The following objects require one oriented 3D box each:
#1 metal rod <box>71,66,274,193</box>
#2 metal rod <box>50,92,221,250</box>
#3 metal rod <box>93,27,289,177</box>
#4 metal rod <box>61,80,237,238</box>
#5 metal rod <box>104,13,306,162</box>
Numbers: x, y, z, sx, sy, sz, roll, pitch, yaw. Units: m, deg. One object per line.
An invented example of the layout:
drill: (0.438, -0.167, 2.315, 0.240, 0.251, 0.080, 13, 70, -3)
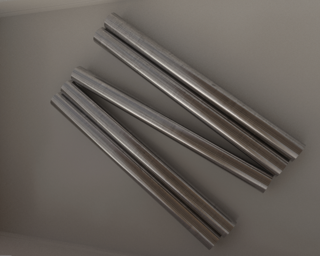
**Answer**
metal rod: (0.003, -0.006, 0.408, 0.300, 0.025, 0.025, 30, 100, 17)
metal rod: (-0.042, 0.049, 0.424, 0.300, 0.025, 0.025, 40, 103, 15)
metal rod: (0.028, -0.042, 0.399, 0.300, 0.025, 0.025, 38, 102, 16)
metal rod: (-0.025, 0.032, 0.418, 0.300, 0.025, 0.025, 40, 103, 15)
metal rod: (0.045, -0.061, 0.393, 0.300, 0.025, 0.025, 38, 102, 16)
